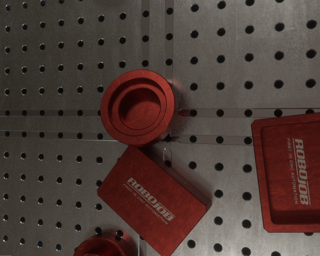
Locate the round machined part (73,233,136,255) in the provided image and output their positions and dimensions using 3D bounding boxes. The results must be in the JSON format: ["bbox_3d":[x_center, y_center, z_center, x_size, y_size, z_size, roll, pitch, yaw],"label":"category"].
[{"bbox_3d":[-0.083,0.202,0.431,0.098,0.042,0.097,0,90,19],"label":"round machined part"}]

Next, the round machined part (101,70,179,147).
[{"bbox_3d":[-0.024,-0.023,0.404,0.098,0.042,0.098,-3,77,14],"label":"round machined part"}]

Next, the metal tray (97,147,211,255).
[{"bbox_3d":[-0.010,0.093,0.413,0.130,0.030,0.090,39,102,15],"label":"metal tray"}]

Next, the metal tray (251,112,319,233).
[{"bbox_3d":[0.159,0.050,0.353,0.090,0.030,0.129,-7,88,19],"label":"metal tray"}]
